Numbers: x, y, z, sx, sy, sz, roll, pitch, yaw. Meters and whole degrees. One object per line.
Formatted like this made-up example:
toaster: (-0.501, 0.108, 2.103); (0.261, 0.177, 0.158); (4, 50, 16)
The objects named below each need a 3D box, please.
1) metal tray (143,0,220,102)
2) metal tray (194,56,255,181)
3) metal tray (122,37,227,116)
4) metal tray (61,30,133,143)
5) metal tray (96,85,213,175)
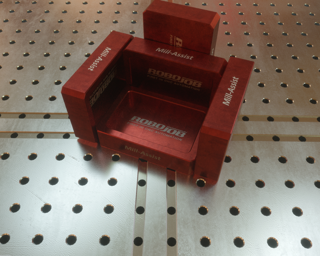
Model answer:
metal tray: (0.026, -0.100, 0.423); (0.090, 0.129, 0.030); (18, 53, 14)
metal tray: (0.078, -0.013, 0.376); (0.030, 0.090, 0.130); (17, 52, 14)
metal tray: (0.018, -0.064, 0.419); (0.130, 0.090, 0.030); (17, 53, 13)
metal tray: (-0.073, -0.056, 0.412); (0.030, 0.090, 0.130); (17, 52, 14)
metal tray: (-0.005, -0.002, 0.405); (0.130, 0.030, 0.090); (17, 52, 14)
